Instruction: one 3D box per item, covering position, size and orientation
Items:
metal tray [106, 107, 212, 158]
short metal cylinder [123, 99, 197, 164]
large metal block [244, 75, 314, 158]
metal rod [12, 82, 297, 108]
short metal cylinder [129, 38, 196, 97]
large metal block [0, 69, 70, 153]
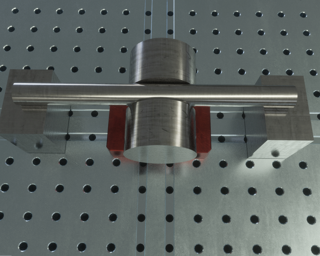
[{"bbox_3d":[0.000,-0.008,0.412,0.131,0.030,0.090,1,70,0],"label":"metal tray"},{"bbox_3d":[0.001,0.007,0.348,0.080,0.080,0.050,1,70,0],"label":"short metal cylinder"},{"bbox_3d":[0.142,-0.011,0.386,0.050,0.080,0.080,1,70,0],"label":"large metal block"},{"bbox_3d":[-0.006,-0.036,0.339,0.302,0.025,0.025,1,70,0],"label":"metal rod"},{"bbox_3d":[0.003,-0.064,0.374,0.080,0.080,0.050,1,70,0],"label":"short metal cylinder"},{"bbox_3d":[-0.151,-0.018,0.387,0.050,0.080,0.080,1,70,0],"label":"large metal block"}]
